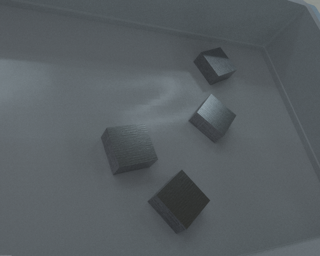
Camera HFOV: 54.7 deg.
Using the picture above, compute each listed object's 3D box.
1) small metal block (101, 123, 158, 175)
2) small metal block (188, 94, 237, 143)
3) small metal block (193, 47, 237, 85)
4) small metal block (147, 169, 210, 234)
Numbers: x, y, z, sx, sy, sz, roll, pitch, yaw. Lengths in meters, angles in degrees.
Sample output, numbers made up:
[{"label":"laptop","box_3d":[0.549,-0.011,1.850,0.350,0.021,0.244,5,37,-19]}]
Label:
[{"label":"small metal block","box_3d":[-0.037,0.024,0.372,0.050,0.025,0.050,-8,66,-32]},{"label":"small metal block","box_3d":[0.078,-0.015,0.459,0.050,0.025,0.050,41,51,-1]},{"label":"small metal block","box_3d":[0.093,-0.105,0.522,0.050,0.025,0.050,-24,75,-37]},{"label":"small metal block","box_3d":[0.023,0.086,0.367,0.050,0.025,0.050,48,51,5]}]
